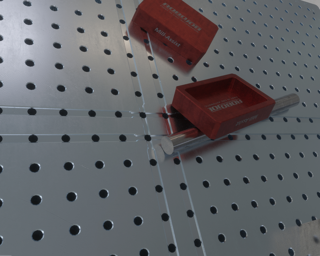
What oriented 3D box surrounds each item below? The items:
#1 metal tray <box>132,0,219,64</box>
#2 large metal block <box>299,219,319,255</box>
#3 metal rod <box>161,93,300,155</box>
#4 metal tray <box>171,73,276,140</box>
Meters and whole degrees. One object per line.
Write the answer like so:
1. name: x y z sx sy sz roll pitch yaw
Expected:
1. metal tray: 0.029 -0.178 0.529 0.130 0.030 0.090 33 51 -6
2. large metal block: 0.239 0.175 0.414 0.080 0.050 0.080 24 53 -14
3. metal rod: 0.128 -0.015 0.485 0.302 0.025 0.025 -17 71 -35
4. metal tray: 0.094 -0.037 0.456 0.131 0.030 0.090 -18 48 -35
